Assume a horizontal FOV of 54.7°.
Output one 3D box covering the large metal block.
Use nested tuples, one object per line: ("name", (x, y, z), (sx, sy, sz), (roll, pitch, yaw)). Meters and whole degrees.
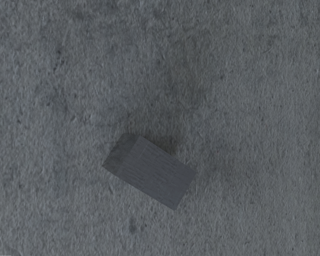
("large metal block", (-0.016, 0.050, 0.375), (0.080, 0.080, 0.050), (35, 79, -17))
